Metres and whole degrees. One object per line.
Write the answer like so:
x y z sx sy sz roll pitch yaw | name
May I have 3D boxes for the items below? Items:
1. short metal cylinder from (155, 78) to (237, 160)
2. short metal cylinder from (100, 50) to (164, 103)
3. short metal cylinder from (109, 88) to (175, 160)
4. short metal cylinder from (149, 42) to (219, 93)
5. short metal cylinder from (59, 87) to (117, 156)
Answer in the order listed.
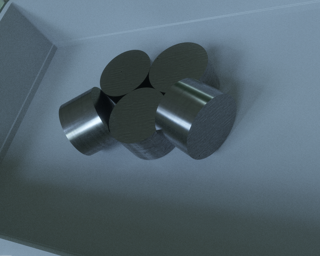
0.041 -0.011 0.353 0.050 0.080 0.080 33 81 38 | short metal cylinder
-0.039 -0.066 0.449 0.080 0.050 0.080 -13 56 21 | short metal cylinder
-0.018 -0.005 0.400 0.080 0.050 0.080 -13 56 21 | short metal cylinder
0.033 -0.066 0.411 0.080 0.050 0.080 -13 56 21 | short metal cylinder
-0.090 -0.009 0.422 0.050 0.080 0.080 -27 52 11 | short metal cylinder
